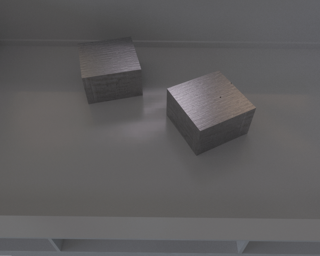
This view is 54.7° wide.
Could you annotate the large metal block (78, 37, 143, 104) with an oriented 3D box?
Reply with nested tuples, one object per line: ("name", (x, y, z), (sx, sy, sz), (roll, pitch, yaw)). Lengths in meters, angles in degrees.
("large metal block", (-0.074, -0.087, 0.461), (0.081, 0.050, 0.080), (-10, 51, -9))

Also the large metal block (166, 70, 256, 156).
("large metal block", (0.063, -0.022, 0.407), (0.081, 0.050, 0.080), (-22, 53, -17))
